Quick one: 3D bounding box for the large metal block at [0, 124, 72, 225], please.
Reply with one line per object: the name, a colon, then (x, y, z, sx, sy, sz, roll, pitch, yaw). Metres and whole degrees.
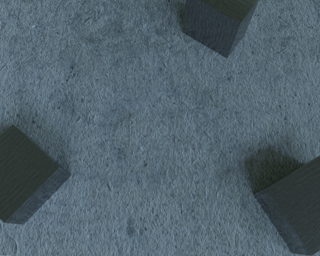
large metal block: (-0.171, 0.057, 0.373, 0.080, 0.050, 0.080, 39, 74, 13)

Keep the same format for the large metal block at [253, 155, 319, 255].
large metal block: (0.173, 0.090, 0.363, 0.080, 0.050, 0.080, -28, 73, -10)

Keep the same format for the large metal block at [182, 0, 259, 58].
large metal block: (0.082, -0.157, 0.437, 0.080, 0.080, 0.050, 34, 74, 11)
